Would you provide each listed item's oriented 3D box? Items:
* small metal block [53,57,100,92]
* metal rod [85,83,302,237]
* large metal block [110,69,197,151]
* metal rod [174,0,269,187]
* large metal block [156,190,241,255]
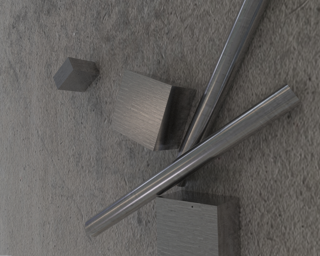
[{"bbox_3d":[-0.135,-0.085,0.500,0.050,0.050,0.025,-40,66,33],"label":"small metal block"},{"bbox_3d":[0.020,0.050,0.356,0.299,0.025,0.025,-37,67,23],"label":"metal rod"},{"bbox_3d":[-0.010,-0.024,0.397,0.080,0.050,0.079,26,106,37],"label":"large metal block"},{"bbox_3d":[0.073,-0.066,0.344,0.025,0.025,0.298,34,111,35],"label":"metal rod"},{"bbox_3d":[0.043,0.119,0.353,0.080,0.050,0.080,-2,89,40],"label":"large metal block"}]
